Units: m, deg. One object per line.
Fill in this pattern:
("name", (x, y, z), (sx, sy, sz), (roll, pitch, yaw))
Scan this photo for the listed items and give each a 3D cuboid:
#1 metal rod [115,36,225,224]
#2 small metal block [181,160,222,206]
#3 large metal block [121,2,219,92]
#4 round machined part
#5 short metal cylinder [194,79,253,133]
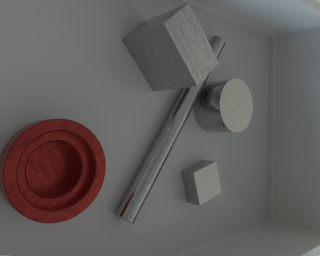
("metal rod", (0.024, -0.013, 0.428), (0.025, 0.025, 0.300), (43, 64, -32))
("small metal block", (0.062, 0.080, 0.462), (0.050, 0.025, 0.050), (-19, 102, -39))
("large metal block", (0.012, -0.095, 0.383), (0.050, 0.080, 0.080), (-48, 119, -30))
("round machined part", (-0.107, 0.040, 0.307), (0.099, 0.042, 0.097), (0, 90, -40))
("short metal cylinder", (0.098, -0.033, 0.475), (0.081, 0.050, 0.079), (0, 90, -40))
